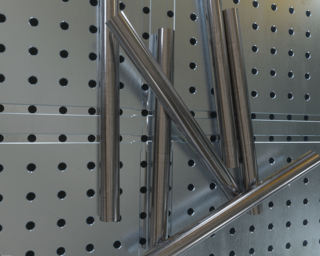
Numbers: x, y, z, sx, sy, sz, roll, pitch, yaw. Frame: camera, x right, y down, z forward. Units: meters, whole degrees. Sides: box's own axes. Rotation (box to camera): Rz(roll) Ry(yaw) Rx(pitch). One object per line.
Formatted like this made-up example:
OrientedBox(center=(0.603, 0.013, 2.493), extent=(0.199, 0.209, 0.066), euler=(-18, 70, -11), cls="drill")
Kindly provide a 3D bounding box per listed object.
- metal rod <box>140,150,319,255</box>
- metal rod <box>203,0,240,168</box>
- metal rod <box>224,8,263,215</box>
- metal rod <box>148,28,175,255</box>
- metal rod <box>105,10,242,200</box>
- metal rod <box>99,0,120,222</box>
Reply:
OrientedBox(center=(0.105, 0.108, 0.423), extent=(0.302, 0.025, 0.025), euler=(-26, 99, -18), cls="metal rod")
OrientedBox(center=(0.085, -0.092, 0.443), extent=(0.025, 0.025, 0.298), euler=(-8, 93, -20), cls="metal rod")
OrientedBox(center=(0.121, -0.022, 0.456), extent=(0.025, 0.025, 0.298), euler=(-9, 93, -20), cls="metal rod")
OrientedBox(center=(0.002, 0.020, 0.413), extent=(0.025, 0.025, 0.298), euler=(2, 89, -20), cls="metal rod")
OrientedBox(center=(0.030, -0.011, 0.400), extent=(0.025, 0.025, 0.300), euler=(-42, 112, -15), cls="metal rod")
OrientedBox(center=(-0.063, -0.035, 0.389), extent=(0.025, 0.025, 0.298), euler=(0, 90, -20), cls="metal rod")
